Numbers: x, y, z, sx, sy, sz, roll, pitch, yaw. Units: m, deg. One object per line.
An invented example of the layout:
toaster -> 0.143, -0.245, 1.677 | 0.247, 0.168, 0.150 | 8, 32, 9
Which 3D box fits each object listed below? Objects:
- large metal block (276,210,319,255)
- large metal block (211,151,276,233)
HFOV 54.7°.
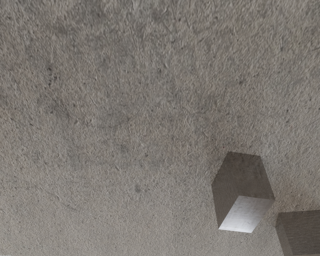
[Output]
large metal block -> 0.256, 0.193, 0.537 | 0.080, 0.080, 0.050 | -5, 130, 4
large metal block -> 0.116, 0.093, 0.451 | 0.050, 0.080, 0.079 | 9, 130, -8
